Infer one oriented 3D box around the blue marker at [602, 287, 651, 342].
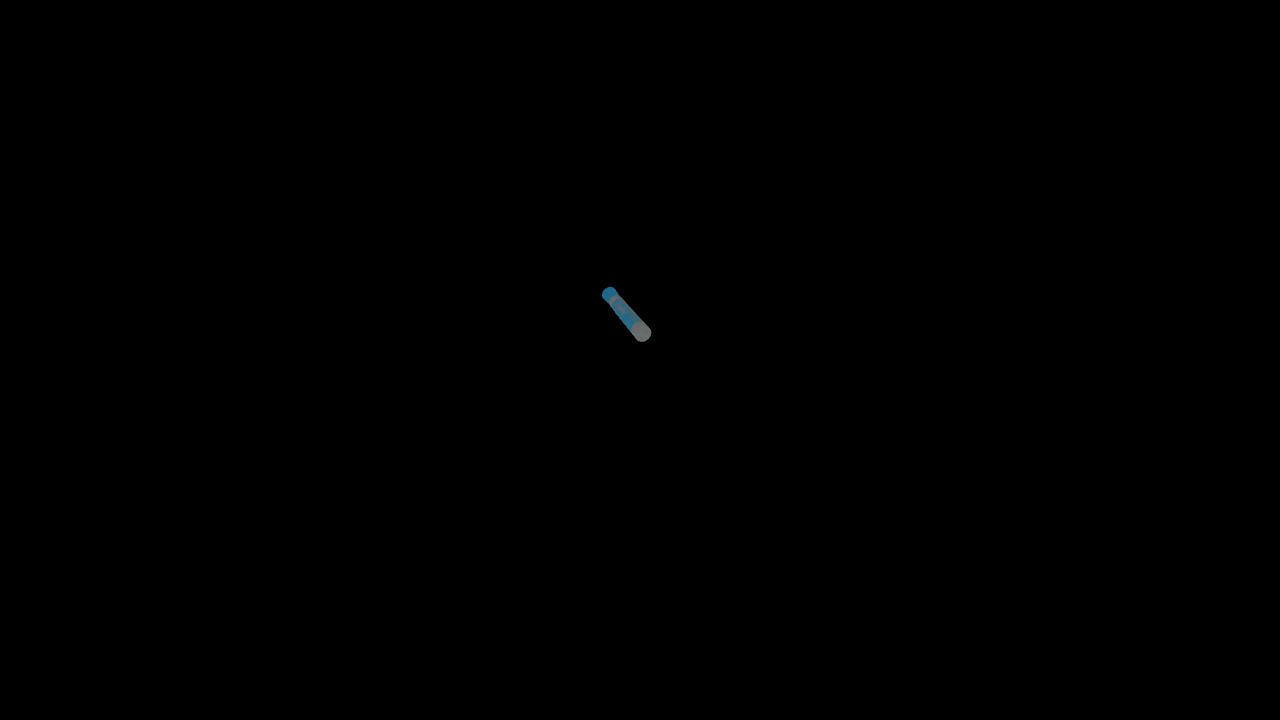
[{"bbox_3d":[-0.018,-0.056,0.711,0.020,0.020,0.121,0,28,-24],"label":"blue marker"}]
